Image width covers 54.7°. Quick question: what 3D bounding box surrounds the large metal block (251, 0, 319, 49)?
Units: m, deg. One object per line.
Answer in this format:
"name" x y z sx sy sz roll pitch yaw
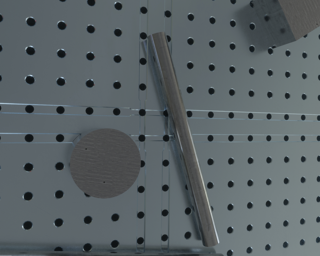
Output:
"large metal block" 0.201 -0.181 0.475 0.080 0.050 0.080 -32 101 -17

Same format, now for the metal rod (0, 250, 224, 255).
"metal rod" -0.052 0.171 0.394 0.302 0.025 0.025 9 87 -20

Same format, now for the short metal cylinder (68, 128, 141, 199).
"short metal cylinder" -0.069 0.040 0.375 0.081 0.050 0.079 0 90 -20

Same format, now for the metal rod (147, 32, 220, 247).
"metal rod" 0.034 0.019 0.426 0.025 0.025 0.298 -17 96 -20
